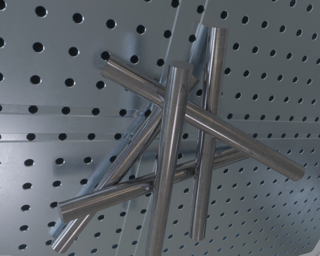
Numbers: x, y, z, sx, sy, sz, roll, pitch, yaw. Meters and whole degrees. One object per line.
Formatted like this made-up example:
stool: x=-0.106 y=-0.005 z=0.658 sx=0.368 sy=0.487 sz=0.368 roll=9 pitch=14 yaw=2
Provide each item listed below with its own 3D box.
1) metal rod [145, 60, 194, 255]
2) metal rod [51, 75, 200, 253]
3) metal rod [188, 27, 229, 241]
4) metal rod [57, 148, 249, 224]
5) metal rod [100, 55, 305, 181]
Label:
metal rod: x=0.006 y=0.063 z=0.391 sx=0.025 sy=0.025 sz=0.298 roll=-8 pitch=124 yaw=-24
metal rod: x=-0.051 y=0.050 z=0.413 sx=0.025 sy=0.025 sz=0.299 roll=31 pitch=101 yaw=-38
metal rod: x=0.063 y=0.020 z=0.421 sx=0.025 sy=0.025 sz=0.298 roll=-6 pitch=110 yaw=-26
metal rod: x=0.012 y=0.069 z=0.437 sx=0.302 sy=0.025 sz=0.025 roll=-14 pitch=124 yaw=-29
metal rod: x=0.067 y=-0.003 z=0.386 sx=0.301 sy=0.025 sz=0.025 roll=28 pitch=104 yaw=-19
